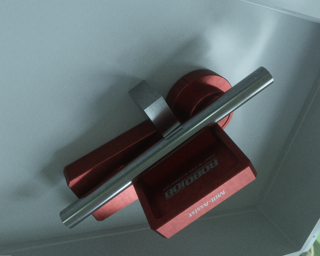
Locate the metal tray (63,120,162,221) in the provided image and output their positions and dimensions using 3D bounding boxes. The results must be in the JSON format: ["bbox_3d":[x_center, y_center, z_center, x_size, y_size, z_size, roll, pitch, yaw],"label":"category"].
[{"bbox_3d":[-0.048,0.058,0.415,0.131,0.030,0.090,-31,129,-9],"label":"metal tray"}]

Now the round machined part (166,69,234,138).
[{"bbox_3d":[0.059,-0.025,0.414,0.099,0.042,0.097,-14,125,-21],"label":"round machined part"}]

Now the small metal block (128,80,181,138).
[{"bbox_3d":[-0.007,-0.024,0.374,0.025,0.050,0.050,-38,130,-3],"label":"small metal block"}]

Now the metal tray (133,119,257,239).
[{"bbox_3d":[0.036,0.057,0.372,0.130,0.090,0.030,-35,132,3],"label":"metal tray"}]

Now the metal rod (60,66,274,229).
[{"bbox_3d":[0.008,0.024,0.376,0.301,0.025,0.025,-36,130,1],"label":"metal rod"}]
